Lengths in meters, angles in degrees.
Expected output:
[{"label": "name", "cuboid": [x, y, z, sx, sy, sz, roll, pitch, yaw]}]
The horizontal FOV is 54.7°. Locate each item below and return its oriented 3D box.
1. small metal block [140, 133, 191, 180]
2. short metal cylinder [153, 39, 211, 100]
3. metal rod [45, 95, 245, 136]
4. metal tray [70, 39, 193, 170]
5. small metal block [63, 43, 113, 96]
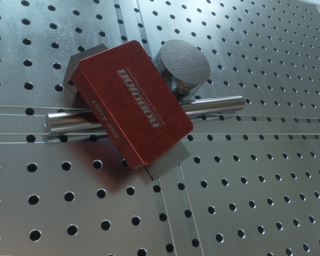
[{"label": "small metal block", "cuboid": [0.002, 0.029, 0.391, 0.050, 0.025, 0.050, -26, 76, -37]}, {"label": "short metal cylinder", "cuboid": [0.027, -0.083, 0.458, 0.081, 0.050, 0.080, 14, 56, -21]}, {"label": "metal rod", "cuboid": [0.002, -0.022, 0.425, 0.303, 0.025, 0.025, -8, 66, -32]}, {"label": "metal tray", "cuboid": [-0.029, -0.030, 0.359, 0.091, 0.030, 0.130, -35, 93, -38]}, {"label": "small metal block", "cuboid": [-0.089, -0.073, 0.389, 0.025, 0.050, 0.050, 49, 51, 6]}]
